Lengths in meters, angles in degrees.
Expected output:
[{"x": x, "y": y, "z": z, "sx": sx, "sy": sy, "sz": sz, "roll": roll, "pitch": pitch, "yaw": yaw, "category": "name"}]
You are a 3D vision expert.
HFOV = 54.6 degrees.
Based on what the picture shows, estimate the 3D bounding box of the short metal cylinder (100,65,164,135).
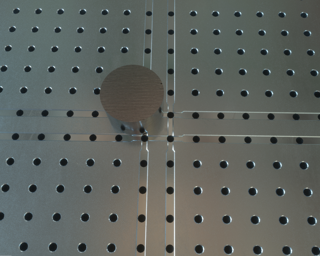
[{"x": -0.035, "y": -0.036, "z": 0.412, "sx": 0.080, "sy": 0.050, "sz": 0.080, "roll": 0, "pitch": 70, "yaw": 0, "category": "short metal cylinder"}]
